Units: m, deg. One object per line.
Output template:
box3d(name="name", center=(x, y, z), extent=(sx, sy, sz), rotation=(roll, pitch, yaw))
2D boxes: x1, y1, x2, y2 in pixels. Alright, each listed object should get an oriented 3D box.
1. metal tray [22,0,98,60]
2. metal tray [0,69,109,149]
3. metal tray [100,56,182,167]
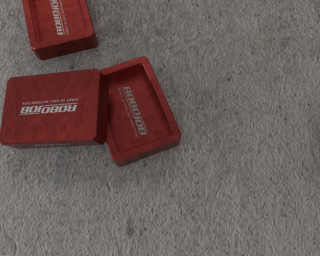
box3d(name="metal tray", center=(-0.153, -0.173, 0.467), extent=(0.091, 0.030, 0.130), rotation=(-16, 71, -6))
box3d(name="metal tray", center=(-0.133, -0.023, 0.392), extent=(0.131, 0.030, 0.090), rotation=(-3, 75, 13))
box3d(name="metal tray", center=(-0.037, -0.024, 0.413), extent=(0.091, 0.030, 0.130), rotation=(-20, 71, -8))
